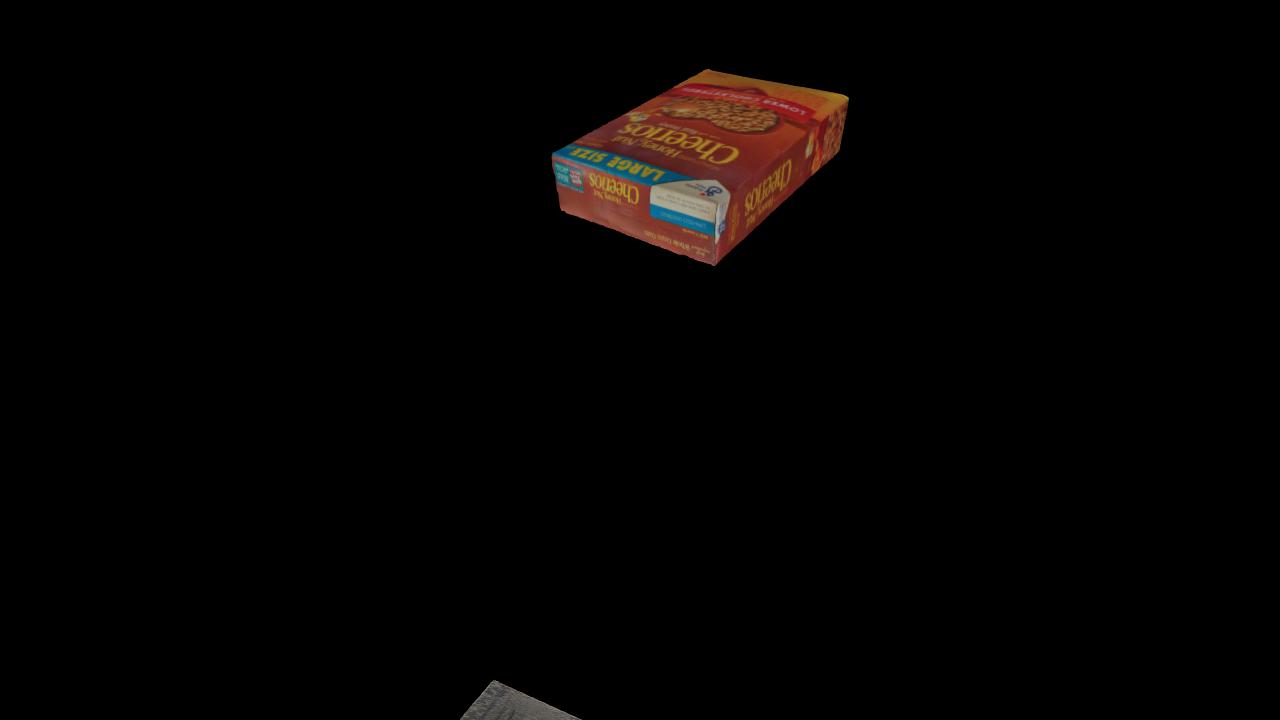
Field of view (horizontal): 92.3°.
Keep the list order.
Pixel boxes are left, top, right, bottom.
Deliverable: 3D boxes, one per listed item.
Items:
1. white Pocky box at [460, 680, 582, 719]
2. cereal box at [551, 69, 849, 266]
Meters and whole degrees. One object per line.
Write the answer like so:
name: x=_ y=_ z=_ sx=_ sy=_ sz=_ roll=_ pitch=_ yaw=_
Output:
white Pocky box: x=-0.079 y=0.341 z=0.546 sx=0.154 sy=0.028 sz=0.084 roll=19 pitch=-5 yaw=8
cereal box: x=0.078 y=-0.235 z=0.696 sx=0.203 sy=0.081 sz=0.306 roll=26 pitch=49 yaw=28
